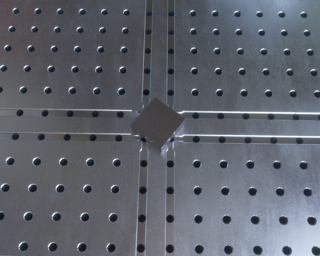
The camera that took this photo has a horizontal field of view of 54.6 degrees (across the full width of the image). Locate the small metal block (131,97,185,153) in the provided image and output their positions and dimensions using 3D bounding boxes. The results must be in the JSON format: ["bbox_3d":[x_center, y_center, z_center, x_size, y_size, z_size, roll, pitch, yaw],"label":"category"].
[{"bbox_3d":[-0.002,-0.004,0.413,0.050,0.025,0.050,37,74,12],"label":"small metal block"}]
